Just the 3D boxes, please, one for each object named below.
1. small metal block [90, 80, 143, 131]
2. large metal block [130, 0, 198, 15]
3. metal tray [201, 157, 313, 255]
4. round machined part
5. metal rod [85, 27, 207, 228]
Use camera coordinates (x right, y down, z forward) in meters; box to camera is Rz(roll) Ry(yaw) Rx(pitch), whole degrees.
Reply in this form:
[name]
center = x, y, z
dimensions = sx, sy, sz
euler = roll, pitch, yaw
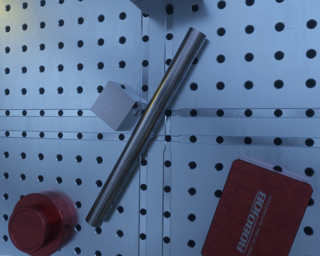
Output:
[small metal block]
center = -0.061, -0.030, 0.433
dimensions = 0.050, 0.025, 0.050
euler = 39, 102, 15
[large metal block]
center = 0.001, -0.188, 0.382
dimensions = 0.080, 0.080, 0.050
euler = -9, 87, 19
[metal tray]
center = 0.113, 0.110, 0.370
dimensions = 0.090, 0.030, 0.129
euler = 20, 96, 18
[round machined part]
center = -0.187, 0.148, 0.468
dimensions = 0.098, 0.042, 0.097
euler = 0, 90, 19
[metal rod]
center = -0.023, 0.006, 0.419
dimensions = 0.025, 0.025, 0.299
euler = 32, 100, 17
